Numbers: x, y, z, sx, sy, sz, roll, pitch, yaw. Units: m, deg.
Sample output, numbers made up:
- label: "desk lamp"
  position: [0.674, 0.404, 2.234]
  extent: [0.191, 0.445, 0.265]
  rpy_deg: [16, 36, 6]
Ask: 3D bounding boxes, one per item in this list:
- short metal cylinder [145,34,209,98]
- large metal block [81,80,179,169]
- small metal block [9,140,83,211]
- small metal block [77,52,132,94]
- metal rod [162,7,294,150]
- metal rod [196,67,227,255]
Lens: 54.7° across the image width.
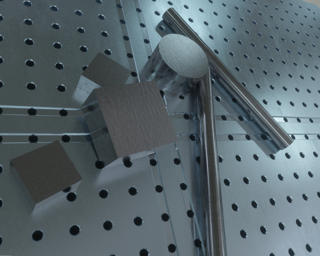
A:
- label: "short metal cylinder"
  position: [0.025, -0.092, 0.461]
  extent: [0.081, 0.050, 0.080]
  rpy_deg: [14, 56, -21]
- label: "large metal block"
  position: [-0.036, -0.005, 0.368]
  extent: [0.081, 0.050, 0.080]
  rpy_deg: [-14, 78, -34]
- label: "small metal block"
  position: [-0.116, 0.047, 0.316]
  extent: [0.050, 0.025, 0.050]
  rpy_deg: [-27, 76, -37]
- label: "small metal block"
  position: [-0.072, -0.065, 0.409]
  extent: [0.050, 0.025, 0.050]
  rpy_deg: [30, 52, -9]
- label: "metal rod"
  position: [0.110, -0.085, 0.518]
  extent: [0.300, 0.025, 0.025]
  rpy_deg: [50, 51, 7]
- label: "metal rod"
  position: [0.067, 0.032, 0.423]
  extent: [0.025, 0.025, 0.299]
  rpy_deg: [15, 56, -20]
